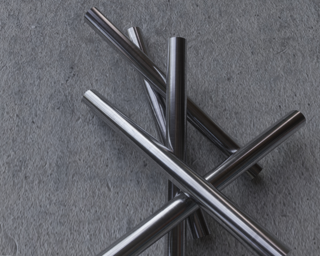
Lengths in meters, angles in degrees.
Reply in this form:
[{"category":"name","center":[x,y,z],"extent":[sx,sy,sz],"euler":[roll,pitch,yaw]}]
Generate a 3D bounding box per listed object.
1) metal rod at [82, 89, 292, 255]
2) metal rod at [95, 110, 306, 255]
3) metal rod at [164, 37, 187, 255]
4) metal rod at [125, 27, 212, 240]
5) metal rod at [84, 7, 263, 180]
[{"category":"metal rod","center":[0.004,0.035,0.342],"extent":[0.025,0.025,0.300],"euler":[-43,56,-14]},{"category":"metal rod","center":[0.056,0.063,0.344],"extent":[0.302,0.025,0.025],"euler":[-32,73,-20]},{"category":"metal rod","center":[0.019,0.040,0.363],"extent":[0.025,0.025,0.298],"euler":[1,81,0]},{"category":"metal rod","center":[0.005,-0.008,0.410],"extent":[0.025,0.025,0.299],"euler":[-16,71,-6]},{"category":"metal rod","center":[0.014,-0.048,0.402],"extent":[0.300,0.025,0.025],"euler":[44,76,5]}]
